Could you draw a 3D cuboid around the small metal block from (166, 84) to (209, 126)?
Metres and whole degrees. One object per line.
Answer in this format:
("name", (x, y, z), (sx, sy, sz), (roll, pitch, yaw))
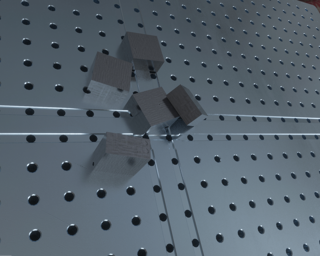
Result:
("small metal block", (0.039, -0.030, 0.433), (0.050, 0.025, 0.050), (56, 14, 11))

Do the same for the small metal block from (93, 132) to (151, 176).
("small metal block", (-0.044, 0.031, 0.351), (0.050, 0.050, 0.025), (11, 57, -23))

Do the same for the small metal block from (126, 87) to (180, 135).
("small metal block", (-0.010, -0.024, 0.419), (0.050, 0.025, 0.050), (-20, 73, -36))

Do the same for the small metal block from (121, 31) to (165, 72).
("small metal block", (-0.026, -0.114, 0.465), (0.050, 0.025, 0.050), (0, 62, -29))

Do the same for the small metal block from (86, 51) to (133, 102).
("small metal block", (-0.067, -0.069, 0.415), (0.050, 0.025, 0.050), (16, 55, -20))
